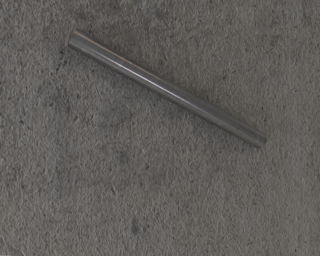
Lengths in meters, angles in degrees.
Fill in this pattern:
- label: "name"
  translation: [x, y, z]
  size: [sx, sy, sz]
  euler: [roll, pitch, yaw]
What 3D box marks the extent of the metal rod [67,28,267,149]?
- label: "metal rod"
  translation: [0.023, -0.044, 0.417]
  size: [0.301, 0.025, 0.025]
  euler: [27, 81, -18]
